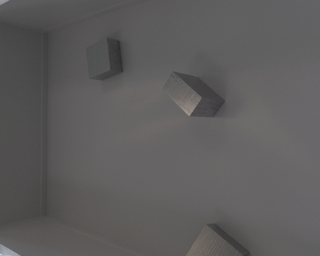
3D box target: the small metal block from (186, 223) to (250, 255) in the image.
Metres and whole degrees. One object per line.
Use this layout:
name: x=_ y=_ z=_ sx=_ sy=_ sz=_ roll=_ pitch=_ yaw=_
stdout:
small metal block: x=0.063 y=0.144 z=0.347 sx=0.050 sy=0.025 sz=0.050 roll=34 pitch=97 yaw=35

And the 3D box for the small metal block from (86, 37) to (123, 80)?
small metal block: x=-0.086 y=-0.105 z=0.478 sx=0.050 sy=0.025 sz=0.050 roll=-12 pitch=83 yaw=39

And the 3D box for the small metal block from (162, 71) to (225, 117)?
small metal block: x=0.039 y=-0.038 z=0.358 sx=0.050 sy=0.050 sz=0.025 roll=47 pitch=118 yaw=29
